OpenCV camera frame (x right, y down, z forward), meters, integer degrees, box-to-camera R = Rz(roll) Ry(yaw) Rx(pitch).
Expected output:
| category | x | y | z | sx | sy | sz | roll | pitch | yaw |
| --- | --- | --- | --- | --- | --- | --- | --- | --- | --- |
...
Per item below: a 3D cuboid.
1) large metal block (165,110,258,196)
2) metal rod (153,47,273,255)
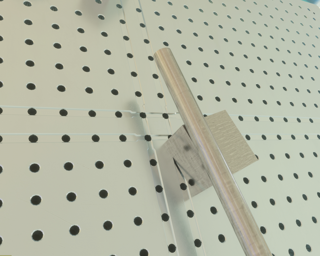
| category | x | y | z | sx | sy | sz | roll | pitch | yaw |
| --- | --- | --- | --- | --- | --- | --- | --- | --- | --- |
| large metal block | 0.067 | 0.031 | 0.409 | 0.081 | 0.050 | 0.080 | -19 | 72 | -35 |
| metal rod | 0.059 | 0.033 | 0.355 | 0.025 | 0.025 | 0.299 | -11 | 67 | -33 |
